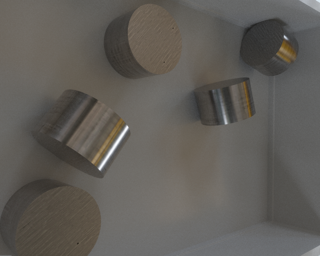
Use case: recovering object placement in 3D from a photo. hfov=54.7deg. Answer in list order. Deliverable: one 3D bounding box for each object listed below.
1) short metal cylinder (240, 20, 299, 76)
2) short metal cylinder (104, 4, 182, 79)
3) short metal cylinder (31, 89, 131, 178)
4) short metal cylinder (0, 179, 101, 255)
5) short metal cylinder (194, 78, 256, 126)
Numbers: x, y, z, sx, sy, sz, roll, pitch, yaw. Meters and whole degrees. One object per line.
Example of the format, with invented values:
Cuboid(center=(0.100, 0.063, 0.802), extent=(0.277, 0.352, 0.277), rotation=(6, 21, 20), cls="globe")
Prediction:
Cuboid(center=(0.186, -0.135, 0.530), extent=(0.050, 0.080, 0.080), rotation=(19, 78, -39), cls="short metal cylinder")
Cuboid(center=(-0.020, -0.102, 0.375), extent=(0.081, 0.050, 0.079), rotation=(0, 90, -40), cls="short metal cylinder")
Cuboid(center=(-0.077, 0.007, 0.308), extent=(0.080, 0.080, 0.050), rotation=(46, 63, -31), cls="short metal cylinder")
Cuboid(center=(-0.106, 0.093, 0.303), extent=(0.081, 0.050, 0.079), rotation=(0, 90, -40), cls="short metal cylinder")
Cuboid(center=(0.094, -0.040, 0.452), extent=(0.081, 0.080, 0.050), rotation=(-24, 106, -38), cls="short metal cylinder")
